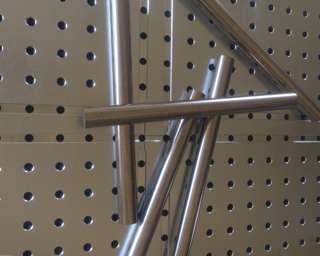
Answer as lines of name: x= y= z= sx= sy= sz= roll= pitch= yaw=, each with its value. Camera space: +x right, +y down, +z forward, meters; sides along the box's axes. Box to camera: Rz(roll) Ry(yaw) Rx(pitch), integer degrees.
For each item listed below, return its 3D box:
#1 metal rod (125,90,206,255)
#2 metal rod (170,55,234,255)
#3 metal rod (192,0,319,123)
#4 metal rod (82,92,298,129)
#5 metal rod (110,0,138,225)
metal rod: x=-0.002 y=0.089 z=0.413 sx=0.025 sy=0.025 sz=0.299 roll=24 pitch=82 yaw=-19
metal rod: x=0.060 y=0.044 z=0.436 sx=0.025 sy=0.025 sz=0.299 roll=16 pitch=85 yaw=-20
metal rod: x=0.149 y=-0.110 z=0.469 sx=0.301 sy=0.025 sz=0.025 roll=39 pitch=77 yaw=-16
metal rod: x=0.054 y=-0.026 z=0.406 sx=0.303 sy=0.025 sz=0.025 roll=-6 pitch=92 yaw=-20
metal rod: x=-0.046 y=-0.028 z=0.396 sx=0.025 sy=0.025 sz=0.298 roll=-2 pitch=91 yaw=-20
